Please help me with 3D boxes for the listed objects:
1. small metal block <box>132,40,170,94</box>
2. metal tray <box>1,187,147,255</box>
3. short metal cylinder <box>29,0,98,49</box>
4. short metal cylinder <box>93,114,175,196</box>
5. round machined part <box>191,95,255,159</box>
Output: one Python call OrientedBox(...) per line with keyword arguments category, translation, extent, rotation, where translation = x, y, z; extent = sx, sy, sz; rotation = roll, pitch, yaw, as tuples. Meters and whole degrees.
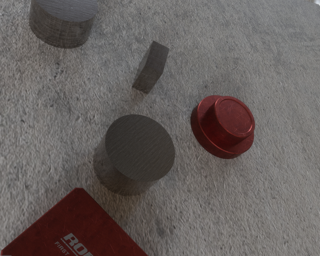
OrientedBox(category="small metal block", translation=(-0.013, -0.084, 0.432), extent=(0.025, 0.050, 0.050), rotation=(24, 53, -14))
OrientedBox(category="metal tray", translation=(-0.066, 0.131, 0.285), extent=(0.130, 0.030, 0.090), rotation=(45, 51, 3))
OrientedBox(category="short metal cylinder", translation=(-0.129, -0.153, 0.412), extent=(0.081, 0.050, 0.080), rotation=(14, 56, -21))
OrientedBox(category="short metal cylinder", translation=(-0.030, 0.031, 0.352), extent=(0.081, 0.050, 0.080), rotation=(14, 56, -21))
OrientedBox(category="round machined part", translation=(0.098, -0.007, 0.450), extent=(0.099, 0.042, 0.098), rotation=(14, 56, -21))
